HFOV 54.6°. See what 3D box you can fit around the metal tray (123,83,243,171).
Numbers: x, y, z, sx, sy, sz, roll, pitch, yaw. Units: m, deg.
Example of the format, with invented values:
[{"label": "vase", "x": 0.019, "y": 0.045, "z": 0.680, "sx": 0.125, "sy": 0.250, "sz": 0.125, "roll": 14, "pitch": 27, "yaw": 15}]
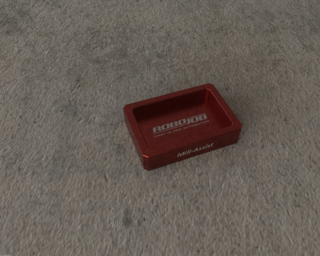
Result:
[{"label": "metal tray", "x": 0.027, "y": -0.006, "z": 0.404, "sx": 0.131, "sy": 0.030, "sz": 0.090, "roll": -16, "pitch": 52, "yaw": -13}]
